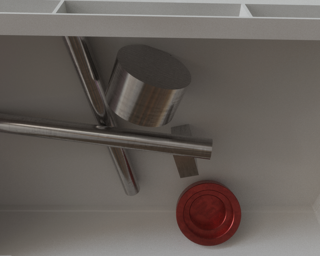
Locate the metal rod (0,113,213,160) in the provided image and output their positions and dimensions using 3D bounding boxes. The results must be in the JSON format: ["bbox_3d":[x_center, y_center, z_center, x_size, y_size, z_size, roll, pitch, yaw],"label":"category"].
[{"bbox_3d":[-0.088,0.007,0.383,0.302,0.025,0.025,7,130,5],"label":"metal rod"}]

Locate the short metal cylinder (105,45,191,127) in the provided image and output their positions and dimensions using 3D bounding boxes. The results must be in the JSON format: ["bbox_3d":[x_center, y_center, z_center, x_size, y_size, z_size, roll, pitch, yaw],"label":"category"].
[{"bbox_3d":[-0.013,-0.046,0.333,0.081,0.080,0.050,15,128,-13],"label":"short metal cylinder"}]

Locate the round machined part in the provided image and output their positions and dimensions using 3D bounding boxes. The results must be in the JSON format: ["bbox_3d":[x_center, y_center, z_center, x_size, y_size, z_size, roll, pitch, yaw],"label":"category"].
[{"bbox_3d":[0.075,0.130,0.490,0.099,0.042,0.097,0,93,2],"label":"round machined part"}]

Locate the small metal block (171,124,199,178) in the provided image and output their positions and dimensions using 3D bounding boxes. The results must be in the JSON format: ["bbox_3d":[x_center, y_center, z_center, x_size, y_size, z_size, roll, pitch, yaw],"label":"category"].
[{"bbox_3d":[0.034,0.031,0.420,0.025,0.050,0.050,-11,129,9],"label":"small metal block"}]

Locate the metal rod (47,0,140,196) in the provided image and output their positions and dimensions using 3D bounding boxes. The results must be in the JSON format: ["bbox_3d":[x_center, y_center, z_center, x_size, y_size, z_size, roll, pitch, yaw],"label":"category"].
[{"bbox_3d":[-0.070,-0.014,0.396,0.025,0.025,0.298,-8,130,6],"label":"metal rod"}]
